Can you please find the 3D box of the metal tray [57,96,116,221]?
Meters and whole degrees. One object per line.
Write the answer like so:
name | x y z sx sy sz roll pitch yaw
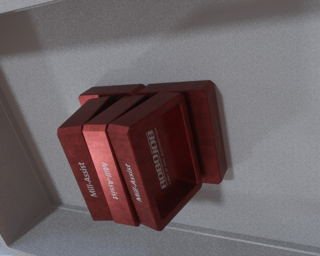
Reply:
metal tray | -0.070 0.037 0.382 0.030 0.090 0.129 -6 116 17

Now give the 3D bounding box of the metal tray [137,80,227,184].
metal tray | 0.030 0.008 0.392 0.090 0.030 0.129 0 119 28

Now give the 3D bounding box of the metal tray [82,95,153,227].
metal tray | -0.034 0.037 0.364 0.030 0.090 0.129 0 116 28

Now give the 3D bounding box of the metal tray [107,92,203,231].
metal tray | 0.001 0.036 0.344 0.030 0.091 0.129 9 124 40

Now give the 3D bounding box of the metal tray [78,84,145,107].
metal tray | -0.051 0.006 0.433 0.090 0.030 0.129 0 119 28
